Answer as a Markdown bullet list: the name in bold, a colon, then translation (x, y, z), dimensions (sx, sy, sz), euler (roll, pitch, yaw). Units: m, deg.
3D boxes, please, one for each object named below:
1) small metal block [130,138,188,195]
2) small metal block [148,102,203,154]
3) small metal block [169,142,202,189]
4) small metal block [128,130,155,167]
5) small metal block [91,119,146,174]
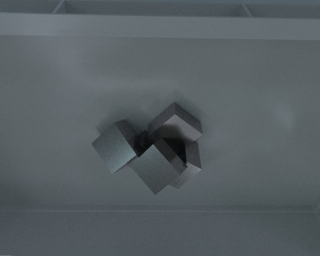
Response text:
- **small metal block**: translation (-0.002, 0.050, 0.401), dimensions (0.050, 0.025, 0.050), euler (49, 121, 5)
- **small metal block**: translation (0.020, 0.002, 0.409), dimensions (0.050, 0.025, 0.050), euler (35, 122, -26)
- **small metal block**: translation (0.030, 0.048, 0.432), dimensions (0.025, 0.050, 0.050), euler (29, 124, -22)
- **small metal block**: translation (-0.019, 0.038, 0.439), dimensions (0.050, 0.025, 0.050), euler (35, 122, -26)
- **small metal block**: translation (-0.055, 0.025, 0.411), dimensions (0.050, 0.025, 0.050), euler (-40, 82, 28)
